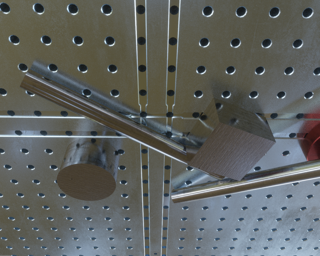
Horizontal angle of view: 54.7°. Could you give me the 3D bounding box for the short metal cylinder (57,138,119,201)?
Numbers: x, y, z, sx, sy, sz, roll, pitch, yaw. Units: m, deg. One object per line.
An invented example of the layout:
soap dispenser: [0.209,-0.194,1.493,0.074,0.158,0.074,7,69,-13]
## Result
short metal cylinder: [-0.101,0.060,0.445,0.081,0.050,0.079,0,130,0]

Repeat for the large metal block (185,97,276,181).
large metal block: [0.089,0.017,0.410,0.080,0.050,0.079,19,128,-15]

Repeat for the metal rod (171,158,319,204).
metal rod: [0.151,0.072,0.439,0.300,0.025,0.025,-18,129,28]

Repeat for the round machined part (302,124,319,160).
round machined part: [0.256,0.032,0.430,0.099,0.042,0.097,0,130,0]

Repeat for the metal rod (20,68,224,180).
metal rod: [-0.032,0.005,0.414,0.301,0.025,0.025,27,125,-21]
